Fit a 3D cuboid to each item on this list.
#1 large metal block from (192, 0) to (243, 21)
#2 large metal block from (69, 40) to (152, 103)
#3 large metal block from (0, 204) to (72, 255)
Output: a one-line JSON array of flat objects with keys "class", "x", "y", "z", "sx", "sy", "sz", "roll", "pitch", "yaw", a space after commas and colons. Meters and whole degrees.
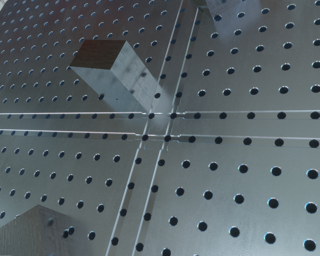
[{"class": "large metal block", "x": 0.090, "y": -0.229, "z": 0.486, "sx": 0.080, "sy": 0.050, "sz": 0.080, "roll": -34, "pitch": 51, "yaw": 5}, {"class": "large metal block", "x": -0.071, "y": -0.085, "z": 0.464, "sx": 0.080, "sy": 0.080, "sz": 0.050, "roll": 11, "pitch": 68, "yaw": 33}, {"class": "large metal block", "x": -0.160, "y": 0.155, "z": 0.383, "sx": 0.080, "sy": 0.050, "sz": 0.080, "roll": -32, "pitch": 52, "yaw": 8}]
